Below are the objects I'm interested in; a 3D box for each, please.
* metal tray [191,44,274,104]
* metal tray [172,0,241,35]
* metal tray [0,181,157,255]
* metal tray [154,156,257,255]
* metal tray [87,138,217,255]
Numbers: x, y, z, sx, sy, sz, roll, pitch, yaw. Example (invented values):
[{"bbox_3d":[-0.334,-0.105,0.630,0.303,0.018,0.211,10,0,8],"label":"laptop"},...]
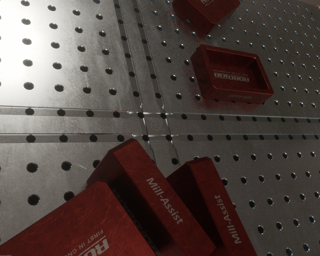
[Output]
[{"bbox_3d":[0.124,-0.091,0.529,0.131,0.030,0.090,2,61,-28],"label":"metal tray"},{"bbox_3d":[0.094,-0.245,0.607,0.090,0.030,0.131,43,51,1],"label":"metal tray"},{"bbox_3d":[-0.079,0.118,0.266,0.131,0.030,0.090,-33,80,-20],"label":"metal tray"},{"bbox_3d":[0.044,0.107,0.326,0.030,0.090,0.130,-10,67,-33],"label":"metal tray"},{"bbox_3d":[-0.015,0.085,0.307,0.030,0.090,0.130,-30,79,-38],"label":"metal tray"}]
